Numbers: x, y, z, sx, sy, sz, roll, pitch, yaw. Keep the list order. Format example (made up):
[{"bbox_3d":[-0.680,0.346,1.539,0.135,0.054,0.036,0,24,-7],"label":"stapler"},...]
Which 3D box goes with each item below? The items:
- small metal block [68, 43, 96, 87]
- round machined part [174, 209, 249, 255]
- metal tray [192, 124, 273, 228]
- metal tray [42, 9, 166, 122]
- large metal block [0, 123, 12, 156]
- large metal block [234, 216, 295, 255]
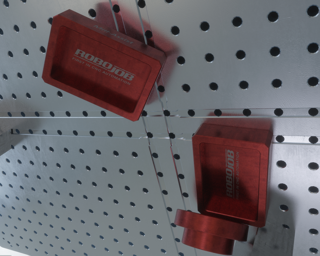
[{"bbox_3d":[-0.113,-0.083,0.419,0.050,0.025,0.050,16,125,19],"label":"small metal block"},{"bbox_3d":[0.067,0.142,0.418,0.099,0.042,0.098,13,166,4],"label":"round machined part"},{"bbox_3d":[0.092,0.062,0.397,0.090,0.030,0.129,7,122,24],"label":"metal tray"},{"bbox_3d":[-0.069,-0.073,0.376,0.131,0.030,0.089,24,124,-3],"label":"metal tray"},{"bbox_3d":[-0.334,0.022,0.566,0.080,0.080,0.050,26,128,12],"label":"large metal block"},{"bbox_3d":[0.132,0.177,0.415,0.050,0.080,0.079,29,128,10],"label":"large metal block"}]
